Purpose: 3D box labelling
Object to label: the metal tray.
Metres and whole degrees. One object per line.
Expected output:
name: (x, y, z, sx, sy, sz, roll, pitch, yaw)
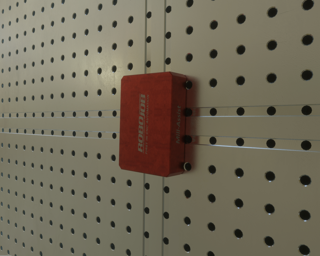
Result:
metal tray: (-0.012, -0.006, 0.413, 0.090, 0.030, 0.129, 3, 92, 39)
